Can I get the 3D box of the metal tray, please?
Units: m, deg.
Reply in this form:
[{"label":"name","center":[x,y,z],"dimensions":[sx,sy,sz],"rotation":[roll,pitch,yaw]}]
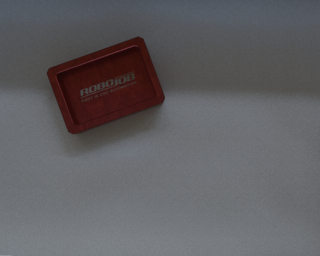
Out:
[{"label":"metal tray","center":[-0.069,-0.054,0.407],"dimensions":[0.131,0.030,0.090],"rotation":[-20,90,-1]}]
